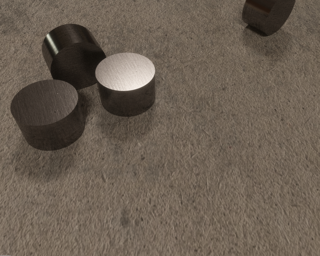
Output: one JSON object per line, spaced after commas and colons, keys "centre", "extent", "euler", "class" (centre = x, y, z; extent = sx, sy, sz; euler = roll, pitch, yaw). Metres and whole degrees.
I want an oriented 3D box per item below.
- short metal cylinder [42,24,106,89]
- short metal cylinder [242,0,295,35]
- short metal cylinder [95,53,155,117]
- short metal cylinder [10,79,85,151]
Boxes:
{"centre": [-0.125, -0.103, 0.453], "extent": [0.081, 0.080, 0.050], "euler": [-21, 54, -17], "class": "short metal cylinder"}
{"centre": [0.193, -0.213, 0.549], "extent": [0.080, 0.080, 0.050], "euler": [-33, 58, -25], "class": "short metal cylinder"}
{"centre": [-0.047, -0.062, 0.439], "extent": [0.081, 0.050, 0.080], "euler": [0, 50, 0], "class": "short metal cylinder"}
{"centre": [-0.142, -0.017, 0.400], "extent": [0.081, 0.050, 0.080], "euler": [0, 50, 0], "class": "short metal cylinder"}
